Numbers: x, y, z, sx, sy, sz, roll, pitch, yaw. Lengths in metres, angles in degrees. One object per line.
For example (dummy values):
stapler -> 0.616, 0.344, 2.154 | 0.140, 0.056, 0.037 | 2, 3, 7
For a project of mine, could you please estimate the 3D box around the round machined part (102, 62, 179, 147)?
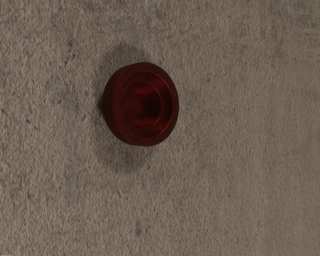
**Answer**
round machined part -> -0.027, -0.027, 0.373 | 0.099, 0.042, 0.097 | 0, 90, -40
